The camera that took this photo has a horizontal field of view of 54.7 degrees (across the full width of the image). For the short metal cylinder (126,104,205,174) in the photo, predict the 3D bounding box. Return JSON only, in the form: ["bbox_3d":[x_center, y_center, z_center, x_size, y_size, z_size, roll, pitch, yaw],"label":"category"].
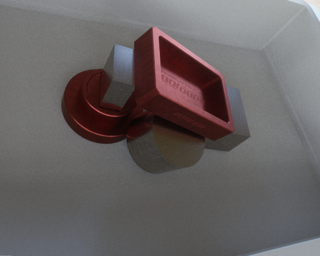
[{"bbox_3d":[0.008,0.012,0.371,0.081,0.050,0.080,15,66,-36],"label":"short metal cylinder"}]

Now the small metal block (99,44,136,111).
[{"bbox_3d":[-0.047,-0.055,0.343,0.025,0.050,0.050,12,57,-22],"label":"small metal block"}]

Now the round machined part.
[{"bbox_3d":[-0.066,-0.033,0.378,0.099,0.042,0.098,14,56,-21],"label":"round machined part"}]

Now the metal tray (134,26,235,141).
[{"bbox_3d":[0.030,-0.047,0.356,0.131,0.030,0.090,23,51,-39],"label":"metal tray"}]

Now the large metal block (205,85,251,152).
[{"bbox_3d":[0.072,-0.017,0.437,0.081,0.050,0.080,9,58,-24],"label":"large metal block"}]
